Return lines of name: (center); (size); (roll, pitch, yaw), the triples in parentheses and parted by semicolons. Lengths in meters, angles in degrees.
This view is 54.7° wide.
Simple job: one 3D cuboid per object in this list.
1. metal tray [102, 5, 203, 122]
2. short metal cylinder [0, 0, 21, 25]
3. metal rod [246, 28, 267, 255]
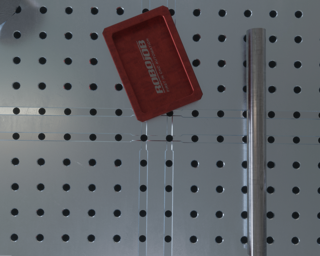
metal tray: (-0.009, -0.082, 0.410); (0.090, 0.030, 0.129); (-22, 90, 0)
short metal cylinder: (-0.223, -0.168, 0.384); (0.080, 0.080, 0.050); (-43, 90, 0)
metal rod: (0.129, 0.019, 0.414); (0.025, 0.025, 0.298); (0, 90, 0)
